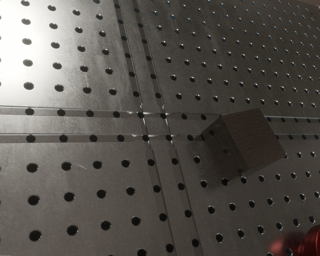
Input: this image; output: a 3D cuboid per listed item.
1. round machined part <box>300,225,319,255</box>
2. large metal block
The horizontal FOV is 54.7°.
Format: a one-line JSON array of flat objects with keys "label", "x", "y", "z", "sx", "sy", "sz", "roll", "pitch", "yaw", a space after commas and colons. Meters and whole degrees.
[{"label": "round machined part", "x": 0.230, "y": 0.180, "z": 0.414, "sx": 0.099, "sy": 0.042, "sz": 0.098, "roll": 14, "pitch": 56, "yaw": -21}, {"label": "large metal block", "x": 0.120, "y": 0.023, "z": 0.445, "sx": 0.081, "sy": 0.050, "sz": 0.080, "roll": -12, "pitch": 68, "yaw": -33}]
